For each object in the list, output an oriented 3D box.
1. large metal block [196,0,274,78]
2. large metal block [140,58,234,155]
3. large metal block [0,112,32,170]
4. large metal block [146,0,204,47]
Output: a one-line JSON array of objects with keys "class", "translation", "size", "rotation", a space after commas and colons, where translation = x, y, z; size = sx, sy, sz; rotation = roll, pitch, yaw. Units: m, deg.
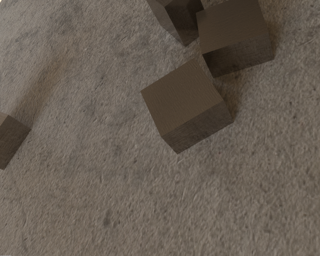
[{"class": "large metal block", "translation": [0.098, -0.123, 0.411], "size": [0.080, 0.050, 0.080], "rotation": [-15, 56, 19]}, {"class": "large metal block", "translation": [0.032, -0.027, 0.387], "size": [0.080, 0.050, 0.080], "rotation": [-31, 52, 8]}, {"class": "large metal block", "translation": [-0.281, 0.015, 0.523], "size": [0.080, 0.050, 0.080], "rotation": [16, 70, 34]}, {"class": "large metal block", "translation": [0.023, -0.182, 0.467], "size": [0.050, 0.080, 0.080], "rotation": [-39, 51, 2]}]
